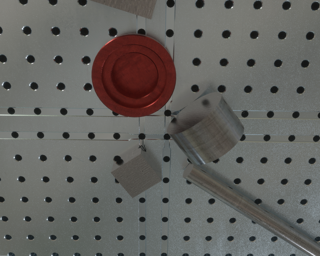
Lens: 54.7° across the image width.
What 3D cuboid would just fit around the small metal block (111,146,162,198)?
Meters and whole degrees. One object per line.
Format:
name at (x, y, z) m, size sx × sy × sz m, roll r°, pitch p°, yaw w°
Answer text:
small metal block at (-0.032, 0.062, 0.436) m, size 0.050 × 0.025 × 0.050 m, roll -33°, pitch 107°, yaw 11°

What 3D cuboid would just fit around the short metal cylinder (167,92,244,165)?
short metal cylinder at (0.056, 0.000, 0.385) m, size 0.080 × 0.080 × 0.050 m, roll -35°, pitch 107°, yaw 12°

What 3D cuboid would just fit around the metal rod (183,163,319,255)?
metal rod at (0.163, 0.140, 0.467) m, size 0.301 × 0.025 × 0.025 m, roll 33°, pitch 107°, yaw -12°

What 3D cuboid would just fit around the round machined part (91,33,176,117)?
round machined part at (-0.030, -0.066, 0.380) m, size 0.099 × 0.042 × 0.097 m, roll 0°, pitch 110°, yaw -1°

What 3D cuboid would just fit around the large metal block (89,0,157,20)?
large metal block at (-0.037, -0.171, 0.337) m, size 0.080 × 0.050 × 0.079 m, roll 16°, pitch 109°, yaw -6°
